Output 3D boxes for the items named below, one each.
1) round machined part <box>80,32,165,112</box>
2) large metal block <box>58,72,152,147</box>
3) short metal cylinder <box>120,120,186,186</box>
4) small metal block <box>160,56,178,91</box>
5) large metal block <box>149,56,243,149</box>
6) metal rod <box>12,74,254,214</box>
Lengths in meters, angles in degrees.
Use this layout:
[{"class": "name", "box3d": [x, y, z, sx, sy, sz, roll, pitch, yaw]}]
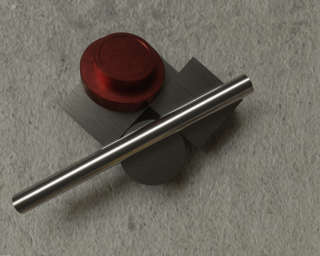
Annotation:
[{"class": "round machined part", "box3d": [-0.042, -0.071, 0.358, 0.099, 0.042, 0.098, 5, 64, -10]}, {"class": "large metal block", "box3d": [-0.066, -0.029, 0.397, 0.080, 0.050, 0.080, 42, 90, -1]}, {"class": "short metal cylinder", "box3d": [-0.009, 0.029, 0.398, 0.081, 0.050, 0.079, 0, 90, -1]}, {"class": "small metal block", "box3d": [-0.011, -0.069, 0.410, 0.050, 0.025, 0.050, 43, 90, -1]}, {"class": "large metal block", "box3d": [0.044, -0.031, 0.399, 0.080, 0.050, 0.080, 41, 90, -1]}, {"class": "metal rod", "box3d": [-0.030, 0.018, 0.361, 0.301, 0.025, 0.025, -28, 90, 0]}]
